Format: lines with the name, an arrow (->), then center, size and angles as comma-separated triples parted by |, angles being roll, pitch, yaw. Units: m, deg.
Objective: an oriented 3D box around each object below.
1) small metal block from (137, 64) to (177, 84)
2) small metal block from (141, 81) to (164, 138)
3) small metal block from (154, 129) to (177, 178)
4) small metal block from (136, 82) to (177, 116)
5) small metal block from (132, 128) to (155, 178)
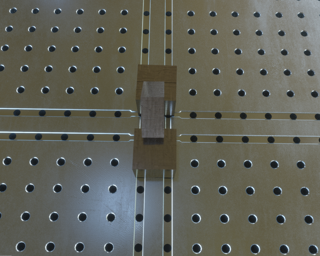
small metal block -> -0.004, -0.062, 0.420 | 0.050, 0.050, 0.025 | 2, 70, 0
small metal block -> -0.008, -0.023, 0.363 | 0.025, 0.050, 0.050 | 0, 28, 1
small metal block -> 0.007, 0.032, 0.385 | 0.025, 0.050, 0.050 | 1, 70, 0
small metal block -> -0.005, -0.038, 0.412 | 0.050, 0.050, 0.025 | 2, 70, 0
small metal block -> -0.019, 0.032, 0.386 | 0.025, 0.050, 0.050 | 1, 70, 0
